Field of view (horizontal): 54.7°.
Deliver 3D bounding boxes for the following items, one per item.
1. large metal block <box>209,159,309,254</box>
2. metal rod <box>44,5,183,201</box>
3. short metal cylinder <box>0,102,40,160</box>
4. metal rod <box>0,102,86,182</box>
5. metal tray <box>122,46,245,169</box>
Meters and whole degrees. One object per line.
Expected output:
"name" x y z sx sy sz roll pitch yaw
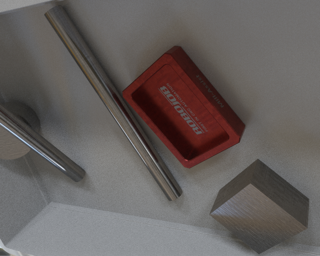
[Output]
"large metal block" 0.124 0.099 0.388 0.080 0.050 0.080 39 129 1
"metal rod" -0.055 -0.024 0.421 0.025 0.025 0.299 -22 107 36
"short metal cylinder" -0.238 0.003 0.493 0.081 0.050 0.079 -4 112 -10
"metal rod" -0.212 -0.008 0.438 0.025 0.025 0.300 -9 138 32
"metal tray" 0.027 -0.021 0.376 0.130 0.030 0.090 49 128 -7
